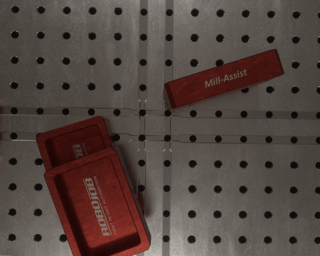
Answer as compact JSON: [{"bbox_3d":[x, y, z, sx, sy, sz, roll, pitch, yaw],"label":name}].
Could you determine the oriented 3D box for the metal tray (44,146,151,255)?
[{"bbox_3d":[-0.074,0.097,0.379,0.090,0.030,0.129,-20,90,-1],"label":"metal tray"}]

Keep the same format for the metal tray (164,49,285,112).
[{"bbox_3d":[0.071,-0.054,0.381,0.131,0.090,0.030,-17,90,-1],"label":"metal tray"}]

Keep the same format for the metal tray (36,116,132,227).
[{"bbox_3d":[-0.097,0.058,0.409,0.090,0.030,0.129,-17,90,-1],"label":"metal tray"}]
